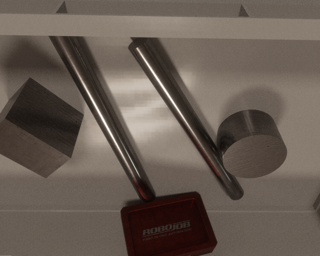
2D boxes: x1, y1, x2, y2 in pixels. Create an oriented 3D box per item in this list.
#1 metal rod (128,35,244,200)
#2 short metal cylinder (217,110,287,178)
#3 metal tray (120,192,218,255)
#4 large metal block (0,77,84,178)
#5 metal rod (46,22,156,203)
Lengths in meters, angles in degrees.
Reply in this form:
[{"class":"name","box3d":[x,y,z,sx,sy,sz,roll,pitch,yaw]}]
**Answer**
[{"class":"metal rod","box3d":[0.050,0.007,0.416,0.025,0.025,0.300,-24,127,18]},{"class":"short metal cylinder","box3d":[0.121,0.022,0.413,0.081,0.050,0.079,0,130,0]},{"class":"metal tray","box3d":[0.011,0.157,0.478,0.131,0.090,0.030,-9,143,-12]},{"class":"large metal block","box3d":[-0.146,0.000,0.370,0.050,0.080,0.080,-36,122,26]},{"class":"metal rod","box3d":[-0.062,0.005,0.412,0.025,0.025,0.299,-13,129,10]}]
